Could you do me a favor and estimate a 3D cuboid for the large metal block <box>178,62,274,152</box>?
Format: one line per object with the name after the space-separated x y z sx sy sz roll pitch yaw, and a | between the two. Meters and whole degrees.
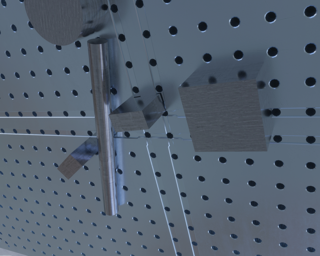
0.075 -0.021 0.342 0.080 0.050 0.080 -3 117 29 | large metal block

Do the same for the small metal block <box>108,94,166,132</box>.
-0.028 -0.019 0.397 0.050 0.050 0.025 -5 116 30 | small metal block

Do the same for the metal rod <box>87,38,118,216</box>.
-0.081 0.018 0.463 0.025 0.025 0.298 15 125 19 | metal rod

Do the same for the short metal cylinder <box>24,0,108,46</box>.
-0.109 -0.143 0.362 0.080 0.050 0.079 13 124 20 | short metal cylinder

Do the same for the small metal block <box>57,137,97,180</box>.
-0.128 0.048 0.490 0.025 0.050 0.050 46 129 -4 | small metal block
